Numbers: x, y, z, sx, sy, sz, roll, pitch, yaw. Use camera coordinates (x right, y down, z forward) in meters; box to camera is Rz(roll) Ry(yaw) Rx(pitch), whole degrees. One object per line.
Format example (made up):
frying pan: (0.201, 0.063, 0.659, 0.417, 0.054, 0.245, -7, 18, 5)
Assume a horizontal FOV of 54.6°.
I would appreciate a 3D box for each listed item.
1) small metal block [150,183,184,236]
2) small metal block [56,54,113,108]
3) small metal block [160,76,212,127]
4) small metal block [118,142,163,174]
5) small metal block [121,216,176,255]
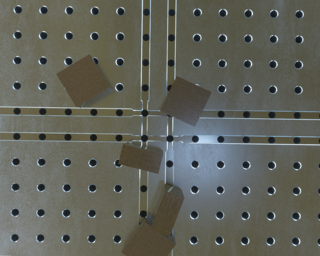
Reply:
small metal block: (0.009, 0.104, 0.401, 0.025, 0.050, 0.050, 21, 90, 0)
small metal block: (-0.100, -0.061, 0.413, 0.050, 0.025, 0.050, -31, 90, 0)
small metal block: (0.034, -0.035, 0.414, 0.050, 0.025, 0.050, 25, 90, 0)
small metal block: (-0.023, 0.037, 0.401, 0.050, 0.050, 0.025, 14, 90, 0)
small metal block: (-0.015, 0.156, 0.413, 0.050, 0.025, 0.050, 37, 90, 0)
